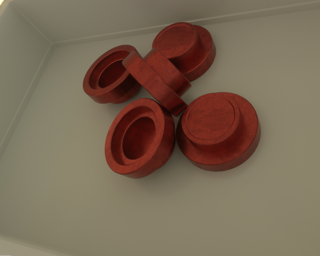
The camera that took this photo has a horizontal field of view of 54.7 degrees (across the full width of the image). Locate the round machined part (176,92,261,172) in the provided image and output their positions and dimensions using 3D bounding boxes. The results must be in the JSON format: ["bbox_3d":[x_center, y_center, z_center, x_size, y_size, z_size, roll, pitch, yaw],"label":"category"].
[{"bbox_3d":[0.064,-0.002,0.362,0.098,0.042,0.098,-13,57,20],"label":"round machined part"}]

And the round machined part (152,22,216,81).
[{"bbox_3d":[0.028,-0.114,0.449,0.098,0.042,0.098,-13,56,20],"label":"round machined part"}]

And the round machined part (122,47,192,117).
[{"bbox_3d":[0.002,-0.063,0.391,0.042,0.098,0.098,-45,51,7],"label":"round machined part"}]

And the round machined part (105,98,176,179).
[{"bbox_3d":[-0.020,0.016,0.384,0.098,0.042,0.098,-21,55,34],"label":"round machined part"}]

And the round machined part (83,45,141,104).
[{"bbox_3d":[-0.064,-0.075,0.467,0.098,0.042,0.098,-19,48,23],"label":"round machined part"}]
